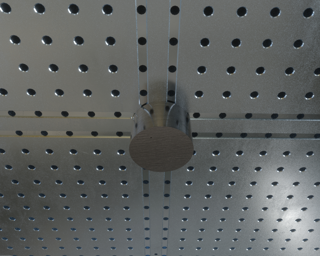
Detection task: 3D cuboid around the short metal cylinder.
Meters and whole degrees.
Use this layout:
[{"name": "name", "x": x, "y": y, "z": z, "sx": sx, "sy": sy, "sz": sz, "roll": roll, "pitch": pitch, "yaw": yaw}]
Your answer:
[{"name": "short metal cylinder", "x": 0.002, "y": 0.012, "z": 0.405, "sx": 0.080, "sy": 0.050, "sz": 0.080, "roll": 0, "pitch": 130, "yaw": 0}]
